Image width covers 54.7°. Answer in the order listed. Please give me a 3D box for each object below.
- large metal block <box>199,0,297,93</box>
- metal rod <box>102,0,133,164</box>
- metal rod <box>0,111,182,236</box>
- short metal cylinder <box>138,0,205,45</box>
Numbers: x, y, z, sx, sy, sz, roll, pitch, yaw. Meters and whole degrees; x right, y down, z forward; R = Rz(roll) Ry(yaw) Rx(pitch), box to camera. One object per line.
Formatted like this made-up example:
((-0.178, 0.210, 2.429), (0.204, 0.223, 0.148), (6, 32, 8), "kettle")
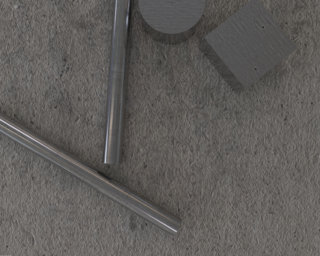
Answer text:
((0.110, -0.103, 0.398), (0.080, 0.050, 0.080), (-39, 90, 0), "large metal block")
((-0.053, -0.103, 0.409), (0.025, 0.025, 0.298), (4, 90, 0), "metal rod")
((-0.107, 0.054, 0.409), (0.301, 0.025, 0.025), (31, 90, 0), "metal rod")
((0.014, -0.153, 0.398), (0.081, 0.050, 0.080), (0, 90, 0), "short metal cylinder")
